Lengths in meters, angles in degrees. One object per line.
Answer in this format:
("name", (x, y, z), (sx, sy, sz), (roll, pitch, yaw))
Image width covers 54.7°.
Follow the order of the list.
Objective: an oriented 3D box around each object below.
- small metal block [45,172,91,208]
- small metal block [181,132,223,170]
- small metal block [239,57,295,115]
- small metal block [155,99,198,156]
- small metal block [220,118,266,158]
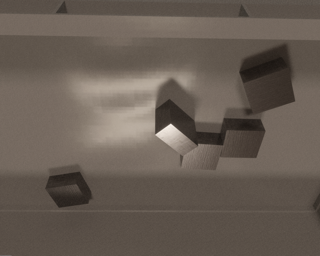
("small metal block", (-0.144, 0.098, 0.491), (0.050, 0.025, 0.050), (-10, 130, 7))
("small metal block", (0.057, 0.032, 0.438), (0.050, 0.025, 0.050), (4, 130, -4))
("small metal block", (0.128, -0.049, 0.369), (0.050, 0.025, 0.050), (-19, 128, 15))
("small metal block", (0.020, -0.001, 0.392), (0.025, 0.050, 0.050), (-36, 122, 26))
("small metal block", (0.110, 0.014, 0.423), (0.050, 0.025, 0.050), (1, 130, -2))
